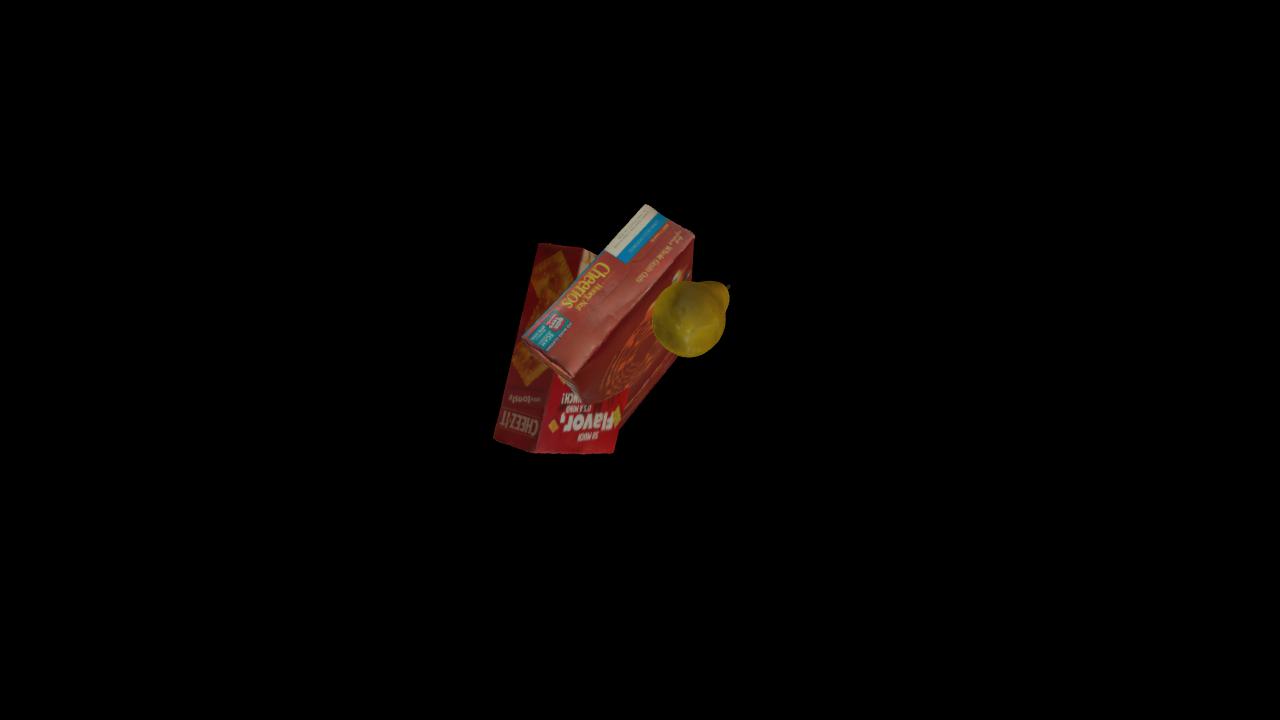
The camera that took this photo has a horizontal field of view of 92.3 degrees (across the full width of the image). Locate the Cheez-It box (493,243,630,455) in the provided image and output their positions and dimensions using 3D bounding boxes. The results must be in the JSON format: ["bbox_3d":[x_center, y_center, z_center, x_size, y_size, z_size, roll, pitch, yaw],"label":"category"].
[{"bbox_3d":[-0.070,-0.005,0.715,0.071,0.223,0.166,12,-1,30],"label":"Cheez-It box"}]

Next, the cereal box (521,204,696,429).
[{"bbox_3d":[-0.023,-0.024,0.762,0.081,0.203,0.306,36,-15,15],"label":"cereal box"}]

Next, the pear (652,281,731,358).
[{"bbox_3d":[0.066,-0.055,0.632,0.111,0.080,0.080,-42,21,-25],"label":"pear"}]
